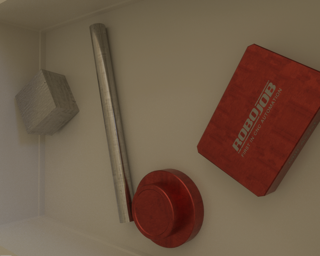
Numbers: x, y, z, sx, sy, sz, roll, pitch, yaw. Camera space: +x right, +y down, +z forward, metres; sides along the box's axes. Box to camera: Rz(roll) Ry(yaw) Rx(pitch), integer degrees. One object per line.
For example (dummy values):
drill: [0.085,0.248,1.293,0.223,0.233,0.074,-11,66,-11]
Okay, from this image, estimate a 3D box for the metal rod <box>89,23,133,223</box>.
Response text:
metal rod: [-0.071,-0.013,0.463,0.025,0.025,0.298,-17,79,38]

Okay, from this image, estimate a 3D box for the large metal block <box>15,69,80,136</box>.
large metal block: [-0.199,-0.043,0.543,0.080,0.050,0.080,-37,68,24]

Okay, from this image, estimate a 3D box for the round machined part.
round machined part: [0.002,0.102,0.392,0.098,0.042,0.097,0,90,39]

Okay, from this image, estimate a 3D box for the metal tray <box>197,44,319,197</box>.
metal tray: [0.104,-0.008,0.317,0.090,0.030,0.129,37,112,33]
